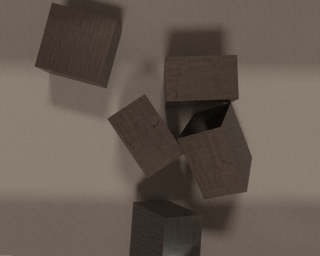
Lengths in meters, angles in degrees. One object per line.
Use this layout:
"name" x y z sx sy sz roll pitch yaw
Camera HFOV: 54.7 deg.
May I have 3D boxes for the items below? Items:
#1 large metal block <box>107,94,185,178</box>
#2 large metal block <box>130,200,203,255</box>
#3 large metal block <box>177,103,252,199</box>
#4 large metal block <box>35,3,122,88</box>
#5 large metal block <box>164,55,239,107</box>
"large metal block" -0.015 0.009 0.384 0.050 0.080 0.080 -34 90 0
"large metal block" 0.005 0.137 0.376 0.050 0.080 0.080 5 88 -30
"large metal block" 0.069 0.025 0.370 0.050 0.080 0.080 -17 106 26
"large metal block" -0.101 -0.102 0.398 0.080 0.050 0.080 15 90 -1
"large metal block" 0.046 -0.055 0.384 0.081 0.080 0.050 -2 89 -1
